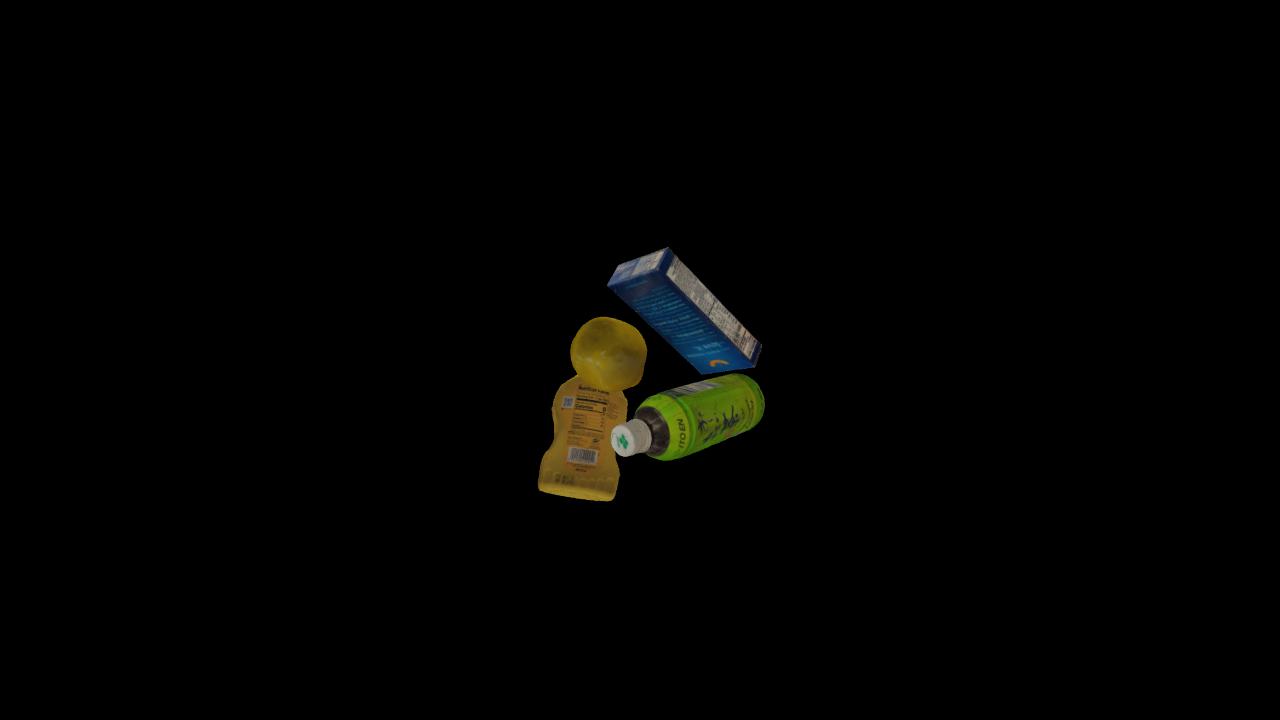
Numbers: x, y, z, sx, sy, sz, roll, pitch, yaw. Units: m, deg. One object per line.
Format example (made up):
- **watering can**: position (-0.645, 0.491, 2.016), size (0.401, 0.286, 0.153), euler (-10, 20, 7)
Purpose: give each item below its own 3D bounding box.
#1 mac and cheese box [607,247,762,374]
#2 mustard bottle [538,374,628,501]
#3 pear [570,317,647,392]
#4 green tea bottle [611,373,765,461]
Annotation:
- **mac and cheese box**: position (0.056, -0.053, 0.744), size (0.184, 0.041, 0.093), euler (42, -32, -28)
- **mustard bottle**: position (-0.060, 0.068, 0.726), size (0.092, 0.184, 0.054), euler (8, -23, 0)
- **pear**: position (-0.021, 0.007, 0.640), size (0.080, 0.080, 0.111), euler (0, -31, 33)
- **green tea bottle**: position (0.051, 0.061, 0.644), size (0.073, 0.073, 0.212), euler (0, 6, 42)
